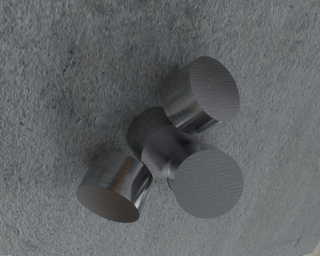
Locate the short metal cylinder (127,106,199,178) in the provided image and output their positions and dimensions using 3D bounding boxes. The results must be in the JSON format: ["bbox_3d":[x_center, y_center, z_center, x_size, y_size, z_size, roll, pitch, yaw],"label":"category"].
[{"bbox_3d":[0.003,0.018,0.405,0.081,0.050,0.079,-14,124,-21],"label":"short metal cylinder"}]

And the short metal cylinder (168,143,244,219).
[{"bbox_3d":[0.052,0.061,0.372,0.081,0.050,0.079,-1,96,-6],"label":"short metal cylinder"}]

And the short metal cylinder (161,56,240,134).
[{"bbox_3d":[0.048,-0.038,0.368,0.081,0.080,0.050,14,154,-34],"label":"short metal cylinder"}]

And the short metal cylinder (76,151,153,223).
[{"bbox_3d":[-0.055,0.074,0.381,0.080,0.050,0.080,12,139,11],"label":"short metal cylinder"}]

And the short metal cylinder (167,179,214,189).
[{"bbox_3d":[0.057,0.069,0.446,0.080,0.080,0.050,-46,129,4],"label":"short metal cylinder"}]
